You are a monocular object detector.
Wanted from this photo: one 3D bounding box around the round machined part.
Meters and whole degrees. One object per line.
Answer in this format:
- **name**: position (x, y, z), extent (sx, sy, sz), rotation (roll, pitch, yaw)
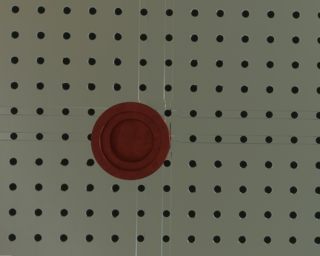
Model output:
- **round machined part**: position (-0.037, 0.016, 0.404), extent (0.099, 0.042, 0.097), rotation (0, 90, -1)
